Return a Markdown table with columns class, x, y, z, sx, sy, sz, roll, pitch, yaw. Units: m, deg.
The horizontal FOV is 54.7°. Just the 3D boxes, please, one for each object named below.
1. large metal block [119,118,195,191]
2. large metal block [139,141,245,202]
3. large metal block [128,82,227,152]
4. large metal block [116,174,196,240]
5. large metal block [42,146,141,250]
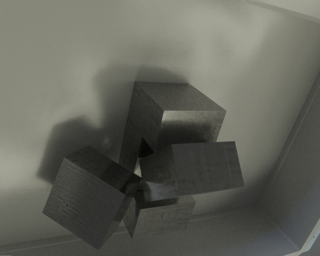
| class | x | y | z | sx | sy | sz | roll | pitch | yaw |
| --- | --- | --- | --- | --- | --- | --- | --- | --- | --- |
| large metal block | -0.005 | 0.033 | 0.412 | 0.081 | 0.050 | 0.079 | -1 | 119 | -29 |
| large metal block | 0.032 | 0.050 | 0.349 | 0.081 | 0.080 | 0.050 | -1 | 74 | -29 |
| large metal block | 0.017 | -0.016 | 0.371 | 0.081 | 0.080 | 0.050 | -1 | 119 | -28 |
| large metal block | -0.011 | 0.099 | 0.427 | 0.081 | 0.080 | 0.050 | 0 | 118 | -29 |
| large metal block | -0.080 | 0.080 | 0.368 | 0.079 | 0.080 | 0.050 | -64 | 169 | 18 |
